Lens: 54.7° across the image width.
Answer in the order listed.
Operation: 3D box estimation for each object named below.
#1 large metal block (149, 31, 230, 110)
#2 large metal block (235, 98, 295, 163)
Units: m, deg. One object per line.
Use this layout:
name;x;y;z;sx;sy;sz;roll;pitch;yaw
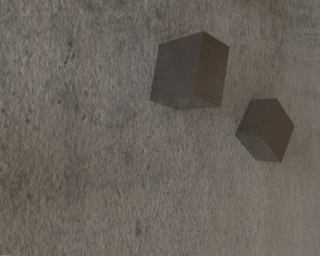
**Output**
large metal block;0.037;-0.070;0.402;0.050;0.080;0.080;16;80;-39
large metal block;0.188;0.005;0.549;0.080;0.050;0.080;44;63;-31
